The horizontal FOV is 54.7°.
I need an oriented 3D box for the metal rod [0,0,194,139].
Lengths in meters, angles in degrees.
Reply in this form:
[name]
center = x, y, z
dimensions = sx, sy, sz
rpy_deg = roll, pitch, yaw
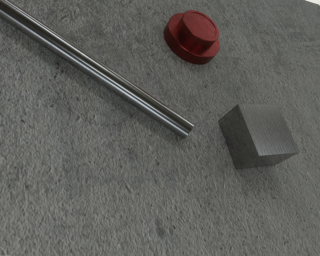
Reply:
[metal rod]
center = -0.086, -0.077, 0.404
dimensions = 0.301, 0.025, 0.025
rpy_deg = 33, 51, -6

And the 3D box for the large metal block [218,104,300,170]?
[large metal block]
center = 0.144, 0.012, 0.458
dimensions = 0.081, 0.050, 0.080
rpy_deg = -1, 62, -29

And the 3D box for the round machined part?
[round machined part]
center = 0.060, -0.158, 0.521
dimensions = 0.099, 0.042, 0.098
rpy_deg = 14, 56, -21
